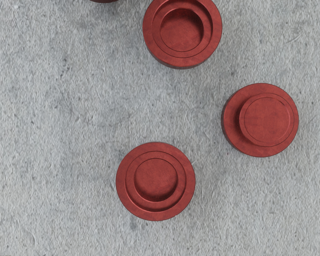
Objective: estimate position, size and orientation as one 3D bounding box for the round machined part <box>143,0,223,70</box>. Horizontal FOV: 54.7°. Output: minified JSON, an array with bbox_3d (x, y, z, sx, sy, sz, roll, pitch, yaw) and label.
[{"bbox_3d":[0.028,-0.124,0.401,0.099,0.042,0.097,0,90,0],"label":"round machined part"}]

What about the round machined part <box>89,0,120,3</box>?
[{"bbox_3d":[-0.072,-0.209,0.401,0.099,0.042,0.097,0,90,0],"label":"round machined part"}]

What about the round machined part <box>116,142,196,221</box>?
[{"bbox_3d":[-0.005,0.066,0.401,0.099,0.042,0.097,0,90,0],"label":"round machined part"}]

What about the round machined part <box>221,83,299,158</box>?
[{"bbox_3d":[0.132,-0.010,0.402,0.099,0.042,0.097,0,90,0],"label":"round machined part"}]
